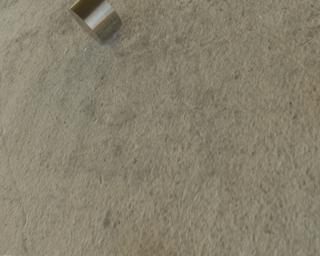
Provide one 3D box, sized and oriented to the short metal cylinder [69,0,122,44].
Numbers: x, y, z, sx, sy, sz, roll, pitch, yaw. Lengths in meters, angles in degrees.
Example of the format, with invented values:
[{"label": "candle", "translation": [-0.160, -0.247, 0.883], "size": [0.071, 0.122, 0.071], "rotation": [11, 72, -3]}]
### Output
[{"label": "short metal cylinder", "translation": [-0.113, -0.194, 0.545], "size": [0.050, 0.080, 0.080], "rotation": [-46, 52, -4]}]
